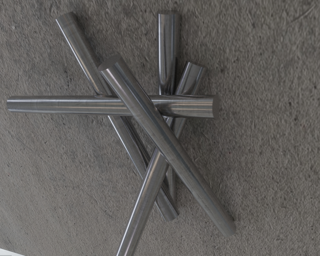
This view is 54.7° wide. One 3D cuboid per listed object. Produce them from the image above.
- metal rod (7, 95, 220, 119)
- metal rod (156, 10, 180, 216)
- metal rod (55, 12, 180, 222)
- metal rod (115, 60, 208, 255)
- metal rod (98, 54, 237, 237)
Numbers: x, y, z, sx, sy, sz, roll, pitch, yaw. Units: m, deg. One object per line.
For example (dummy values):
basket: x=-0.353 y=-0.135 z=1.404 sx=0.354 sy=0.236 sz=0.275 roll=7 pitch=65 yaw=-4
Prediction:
metal rod: x=-0.077 y=-0.028 z=0.382 sx=0.300 sy=0.025 sz=0.025 roll=3 pitch=120 yaw=27
metal rod: x=0.010 y=0.005 z=0.404 sx=0.025 sy=0.025 sz=0.298 roll=13 pitch=124 yaw=21
metal rod: x=-0.051 y=-0.007 z=0.410 sx=0.025 sy=0.025 sz=0.299 roll=-20 pitch=102 yaw=35
metal rod: x=-0.007 y=0.061 z=0.393 sx=0.025 sy=0.025 sz=0.298 roll=25 pitch=110 yaw=13
metal rod: x=0.026 y=0.043 z=0.365 sx=0.025 sy=0.025 sz=0.300 roll=-11 pitch=130 yaw=33
